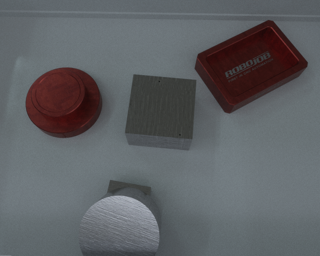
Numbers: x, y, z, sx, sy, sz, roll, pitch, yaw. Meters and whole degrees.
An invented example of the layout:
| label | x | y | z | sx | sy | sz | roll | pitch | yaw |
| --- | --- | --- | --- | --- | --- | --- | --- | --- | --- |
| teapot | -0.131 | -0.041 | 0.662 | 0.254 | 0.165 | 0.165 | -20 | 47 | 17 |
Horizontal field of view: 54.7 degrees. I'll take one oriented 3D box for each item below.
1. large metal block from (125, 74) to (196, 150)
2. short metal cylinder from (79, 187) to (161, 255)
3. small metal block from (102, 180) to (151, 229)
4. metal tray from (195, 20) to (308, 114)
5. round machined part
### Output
| label | x | y | z | sx | sy | sz | roll | pitch | yaw |
| --- | --- | --- | --- | --- | --- | --- | --- | --- | --- |
| large metal block | 0.002 | -0.019 | 0.403 | 0.080 | 0.050 | 0.080 | 5 | 70 | 1 |
| short metal cylinder | -0.040 | 0.108 | 0.331 | 0.080 | 0.050 | 0.080 | 0 | 88 | 2 |
| small metal block | -0.040 | 0.094 | 0.375 | 0.050 | 0.025 | 0.050 | 10 | 69 | 3 |
| metal tray | 0.128 | -0.089 | 0.440 | 0.131 | 0.030 | 0.090 | -28 | 73 | -10 |
| round machined part | -0.130 | -0.039 | 0.413 | 0.099 | 0.042 | 0.098 | 0 | 70 | -1 |
